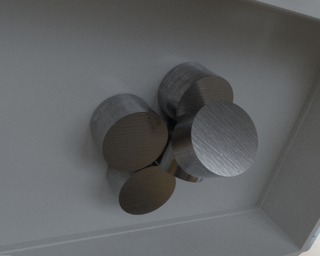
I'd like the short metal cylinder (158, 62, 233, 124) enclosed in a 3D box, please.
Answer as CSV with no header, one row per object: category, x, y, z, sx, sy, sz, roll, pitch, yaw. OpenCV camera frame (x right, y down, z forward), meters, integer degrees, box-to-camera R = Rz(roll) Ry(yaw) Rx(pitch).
short metal cylinder,0.045,-0.037,0.394,0.081,0.050,0.079,-14,125,-21

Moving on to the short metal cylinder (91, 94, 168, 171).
short metal cylinder,-0.037,0.005,0.374,0.081,0.050,0.079,-14,125,-21

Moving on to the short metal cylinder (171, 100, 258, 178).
short metal cylinder,0.059,0.015,0.343,0.081,0.050,0.080,5,77,-21

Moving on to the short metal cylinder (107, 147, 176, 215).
short metal cylinder,-0.026,0.070,0.421,0.081,0.050,0.079,-14,125,-21

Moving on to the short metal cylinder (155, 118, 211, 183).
short metal cylinder,0.034,0.027,0.409,0.081,0.080,0.050,14,111,-34
